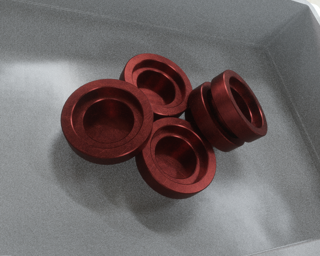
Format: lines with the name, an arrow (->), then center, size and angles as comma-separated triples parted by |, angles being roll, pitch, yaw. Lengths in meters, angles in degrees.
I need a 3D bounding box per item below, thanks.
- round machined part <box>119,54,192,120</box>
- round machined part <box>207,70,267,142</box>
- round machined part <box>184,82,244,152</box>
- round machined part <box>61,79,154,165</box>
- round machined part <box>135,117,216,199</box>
round machined part -> -0.009, -0.049, 0.417 | 0.099, 0.042, 0.098 | 14, 56, -21
round machined part -> 0.096, -0.025, 0.410 | 0.098, 0.042, 0.098 | 33, 41, -34
round machined part -> 0.071, -0.011, 0.424 | 0.098, 0.042, 0.098 | 33, 40, -33
round machined part -> -0.058, -0.004, 0.351 | 0.099, 0.042, 0.098 | 2, 63, -4
round machined part -> 0.015, 0.039, 0.376 | 0.099, 0.042, 0.098 | 14, 56, -21
